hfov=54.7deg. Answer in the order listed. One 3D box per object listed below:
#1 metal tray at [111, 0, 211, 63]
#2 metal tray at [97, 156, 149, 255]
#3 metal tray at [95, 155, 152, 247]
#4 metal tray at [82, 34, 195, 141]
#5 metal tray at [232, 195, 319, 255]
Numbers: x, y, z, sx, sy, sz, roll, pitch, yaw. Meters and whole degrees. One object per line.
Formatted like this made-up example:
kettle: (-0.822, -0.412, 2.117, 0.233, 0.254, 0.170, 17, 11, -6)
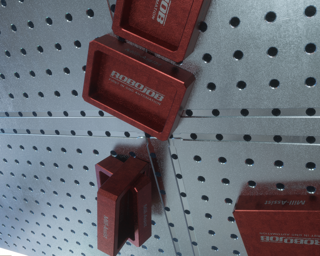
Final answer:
metal tray: (0.006, -0.143, 0.314, 0.090, 0.030, 0.129, 27, 128, 10)
metal tray: (-0.056, 0.119, 0.468, 0.030, 0.090, 0.129, 20, 125, 18)
metal tray: (-0.057, 0.117, 0.492, 0.090, 0.030, 0.129, 24, 129, 32)
metal tray: (-0.032, -0.050, 0.392, 0.130, 0.030, 0.089, 27, 128, 10)
metal tray: (0.170, 0.131, 0.399, 0.130, 0.030, 0.090, -9, 114, 31)
